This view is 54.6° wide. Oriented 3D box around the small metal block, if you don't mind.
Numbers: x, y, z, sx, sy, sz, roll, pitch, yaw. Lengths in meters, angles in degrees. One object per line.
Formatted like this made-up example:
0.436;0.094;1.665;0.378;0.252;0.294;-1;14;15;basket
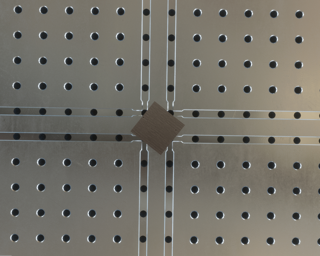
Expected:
-0.003;0.000;0.413;0.050;0.025;0.050;38;90;-1;small metal block
